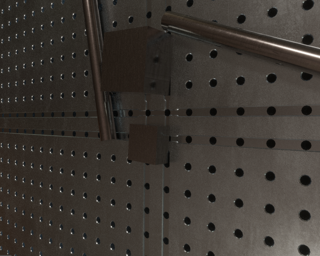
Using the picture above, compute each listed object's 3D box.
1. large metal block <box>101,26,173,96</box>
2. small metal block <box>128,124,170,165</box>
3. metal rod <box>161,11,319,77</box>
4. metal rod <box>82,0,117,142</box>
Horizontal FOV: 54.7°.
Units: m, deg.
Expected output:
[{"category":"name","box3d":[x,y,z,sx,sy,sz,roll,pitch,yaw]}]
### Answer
[{"category":"large metal block","box3d":[-0.032,-0.087,0.417,0.080,0.050,0.079,7,94,39]},{"category":"small metal block","box3d":[-0.016,0.021,0.420,0.050,0.025,0.050,5,94,39]},{"category":"metal rod","box3d":[0.117,-0.078,0.311,0.300,0.025,0.025,29,108,35]},{"category":"metal rod","box3d":[-0.101,-0.127,0.489,0.025,0.025,0.298,-15,81,39]}]
